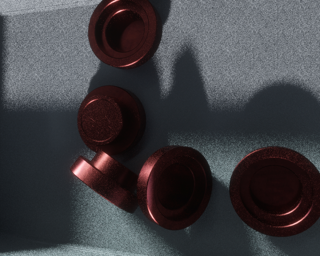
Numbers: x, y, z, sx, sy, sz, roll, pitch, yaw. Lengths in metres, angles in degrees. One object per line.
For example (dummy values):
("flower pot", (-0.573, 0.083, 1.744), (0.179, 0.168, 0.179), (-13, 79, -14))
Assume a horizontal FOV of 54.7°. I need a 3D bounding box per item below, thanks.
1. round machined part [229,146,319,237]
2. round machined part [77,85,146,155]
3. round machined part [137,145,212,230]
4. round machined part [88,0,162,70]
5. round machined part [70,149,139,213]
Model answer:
("round machined part", (0.132, 0.069, 0.355), (0.098, 0.042, 0.097), (0, 90, 19))
("round machined part", (-0.073, -0.010, 0.426), (0.098, 0.042, 0.097), (0, 90, 19))
("round machined part", (0.014, 0.069, 0.377), (0.042, 0.099, 0.097), (3, 91, 55))
("round machined part", (-0.043, -0.127, 0.416), (0.098, 0.042, 0.097), (0, 90, 19))
("round machined part", (-0.061, 0.063, 0.396), (0.098, 0.098, 0.042), (33, 80, 16))
